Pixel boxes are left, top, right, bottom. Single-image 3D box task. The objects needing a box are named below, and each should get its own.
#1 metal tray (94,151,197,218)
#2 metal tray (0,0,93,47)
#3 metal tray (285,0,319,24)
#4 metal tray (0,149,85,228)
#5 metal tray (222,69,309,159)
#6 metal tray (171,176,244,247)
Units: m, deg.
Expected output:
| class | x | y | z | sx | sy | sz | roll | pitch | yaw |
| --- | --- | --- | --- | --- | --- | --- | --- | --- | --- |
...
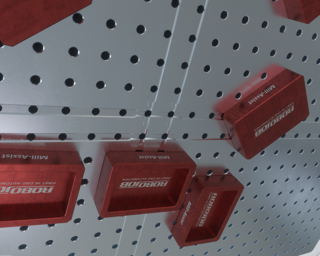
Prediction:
| class | x | y | z | sx | sy | sz | roll | pitch | yaw |
| --- | --- | --- | --- | --- | --- | --- | --- | --- | --- |
| metal tray | -0.020 | 0.080 | 0.445 | 0.131 | 0.030 | 0.089 | 3 | 117 | -30 |
| metal tray | -0.125 | -0.145 | 0.250 | 0.090 | 0.030 | 0.130 | -32 | 129 | -7 |
| metal tray | 0.191 | -0.209 | 0.382 | 0.090 | 0.030 | 0.130 | -39 | 129 | -2 |
| metal tray | -0.163 | 0.071 | 0.362 | 0.131 | 0.030 | 0.089 | 5 | 116 | -31 |
| metal tray | 0.170 | -0.020 | 0.487 | 0.130 | 0.030 | 0.090 | -35 | 129 | -5 |
| metal tray | 0.082 | 0.145 | 0.541 | 0.091 | 0.030 | 0.129 | 4 | 117 | -30 |
